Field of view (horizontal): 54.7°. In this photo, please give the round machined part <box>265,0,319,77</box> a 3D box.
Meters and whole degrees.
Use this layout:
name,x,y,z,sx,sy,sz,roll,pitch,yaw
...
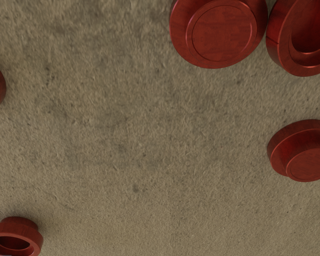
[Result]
name,x,y,z,sx,sy,sz,roll,pitch,yaw
round machined part,0.146,-0.103,0.299,0.099,0.042,0.097,-11,129,-14

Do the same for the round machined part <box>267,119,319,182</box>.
name,x,y,z,sx,sy,sz,roll,pitch,yaw
round machined part,0.205,0.038,0.432,0.099,0.042,0.097,-1,130,0

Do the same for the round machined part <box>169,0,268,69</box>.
name,x,y,z,sx,sy,sz,roll,pitch,yaw
round machined part,0.059,-0.102,0.311,0.099,0.042,0.097,0,130,0

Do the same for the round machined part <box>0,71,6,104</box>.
name,x,y,z,sx,sy,sz,roll,pitch,yaw
round machined part,-0.235,-0.046,0.353,0.099,0.042,0.097,-1,130,0

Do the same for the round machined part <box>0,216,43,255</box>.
name,x,y,z,sx,sy,sz,roll,pitch,yaw
round machined part,-0.261,0.197,0.560,0.099,0.042,0.097,-1,130,0
